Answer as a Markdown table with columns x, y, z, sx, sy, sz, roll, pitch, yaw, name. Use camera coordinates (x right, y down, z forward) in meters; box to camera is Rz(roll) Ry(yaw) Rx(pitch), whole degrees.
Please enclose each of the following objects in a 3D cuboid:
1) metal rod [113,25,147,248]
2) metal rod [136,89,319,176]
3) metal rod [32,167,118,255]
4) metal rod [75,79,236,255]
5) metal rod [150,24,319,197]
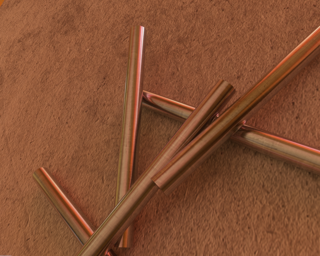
| x | y | z | sx | sy | sz | roll | pitch | yaw | name |
| --- | --- | --- | --- | --- | --- | --- | --- | --- | --- |
| -0.037 | -0.005 | 0.402 | 0.025 | 0.025 | 0.299 | -8 | 66 | 24 | metal rod |
| 0.076 | 0.000 | 0.363 | 0.300 | 0.025 | 0.025 | 23 | 74 | 36 | metal rod |
| -0.077 | 0.135 | 0.361 | 0.300 | 0.025 | 0.025 | 35 | 81 | 38 | metal rod |
| -0.017 | 0.066 | 0.337 | 0.025 | 0.025 | 0.300 | 33 | 79 | 38 | metal rod |
| 0.110 | -0.037 | 0.342 | 0.301 | 0.025 | 0.025 | -41 | 51 | -11 | metal rod |
